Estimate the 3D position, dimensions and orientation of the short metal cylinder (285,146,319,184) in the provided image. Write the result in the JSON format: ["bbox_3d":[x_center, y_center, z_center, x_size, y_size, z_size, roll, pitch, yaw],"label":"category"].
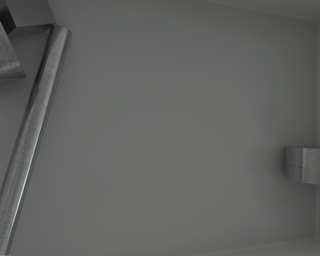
[{"bbox_3d":[0.233,0.054,0.470,0.081,0.080,0.050,2,90,-20],"label":"short metal cylinder"}]

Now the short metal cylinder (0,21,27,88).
[{"bbox_3d":[-0.178,-0.080,0.315,0.050,0.080,0.080,-26,99,-18],"label":"short metal cylinder"}]

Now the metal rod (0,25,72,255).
[{"bbox_3d":[-0.144,0.027,0.329,0.025,0.025,0.299,16,74,-20],"label":"metal rod"}]

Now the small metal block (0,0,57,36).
[{"bbox_3d":[-0.152,-0.133,0.343,0.050,0.025,0.050,-30,101,-48],"label":"small metal block"}]
